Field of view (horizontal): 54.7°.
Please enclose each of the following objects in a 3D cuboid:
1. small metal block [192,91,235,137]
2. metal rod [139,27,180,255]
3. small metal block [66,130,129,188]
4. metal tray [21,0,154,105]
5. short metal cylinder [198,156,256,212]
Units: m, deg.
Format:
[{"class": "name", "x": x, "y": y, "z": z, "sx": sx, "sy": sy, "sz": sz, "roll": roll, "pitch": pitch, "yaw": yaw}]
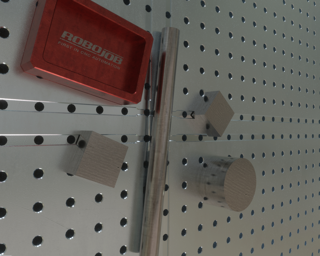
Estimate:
[{"class": "small metal block", "x": 0.084, "y": -0.022, "z": 0.479, "sx": 0.050, "sy": 0.025, "sz": 0.050, "roll": 49, "pitch": 61, "yaw": -29}, {"class": "metal rod", "x": 0.000, "y": 0.016, "z": 0.408, "sx": 0.025, "sy": 0.025, "sz": 0.298, "roll": 9, "pitch": 84, "yaw": -40}, {"class": "small metal block", "x": -0.070, "y": 0.035, "z": 0.350, "sx": 0.050, "sy": 0.025, "sz": 0.050, "roll": 29, "pitch": 72, "yaw": -36}, {"class": "metal tray", "x": -0.073, "y": -0.086, "z": 0.344, "sx": 0.131, "sy": 0.030, "sz": 0.090, "roll": 18, "pitch": 79, "yaw": -39}, {"class": "short metal cylinder", "x": 0.105, "y": 0.084, "z": 0.481, "sx": 0.081, "sy": 0.050, "sz": 0.080, "roll": 0, "pitch": 90, "yaw": -40}]
